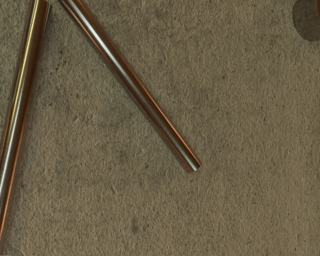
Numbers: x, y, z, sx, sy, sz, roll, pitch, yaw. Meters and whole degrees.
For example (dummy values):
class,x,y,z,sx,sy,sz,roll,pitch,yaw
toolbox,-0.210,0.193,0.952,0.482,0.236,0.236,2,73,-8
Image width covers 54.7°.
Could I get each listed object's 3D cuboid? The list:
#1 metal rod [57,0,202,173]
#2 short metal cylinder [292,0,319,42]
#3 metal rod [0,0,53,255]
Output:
class,x,y,z,sx,sy,sz,roll,pitch,yaw
metal rod,-0.041,-0.063,0.393,0.025,0.025,0.299,-40,103,-15
short metal cylinder,0.260,-0.183,0.491,0.081,0.050,0.079,0,90,-20
metal rod,-0.163,0.003,0.348,0.025,0.025,0.298,11,86,-20
